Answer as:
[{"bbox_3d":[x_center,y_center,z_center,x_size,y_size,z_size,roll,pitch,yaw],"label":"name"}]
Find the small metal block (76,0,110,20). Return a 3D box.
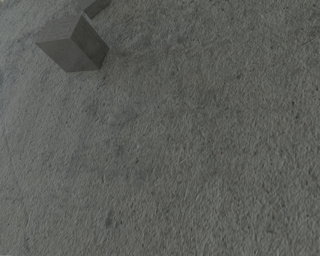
[{"bbox_3d":[-0.137,-0.257,0.634,0.050,0.025,0.050,-37,51,3],"label":"small metal block"}]

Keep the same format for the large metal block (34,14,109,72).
[{"bbox_3d":[-0.150,-0.142,0.535,0.080,0.080,0.050,2,63,29],"label":"large metal block"}]
